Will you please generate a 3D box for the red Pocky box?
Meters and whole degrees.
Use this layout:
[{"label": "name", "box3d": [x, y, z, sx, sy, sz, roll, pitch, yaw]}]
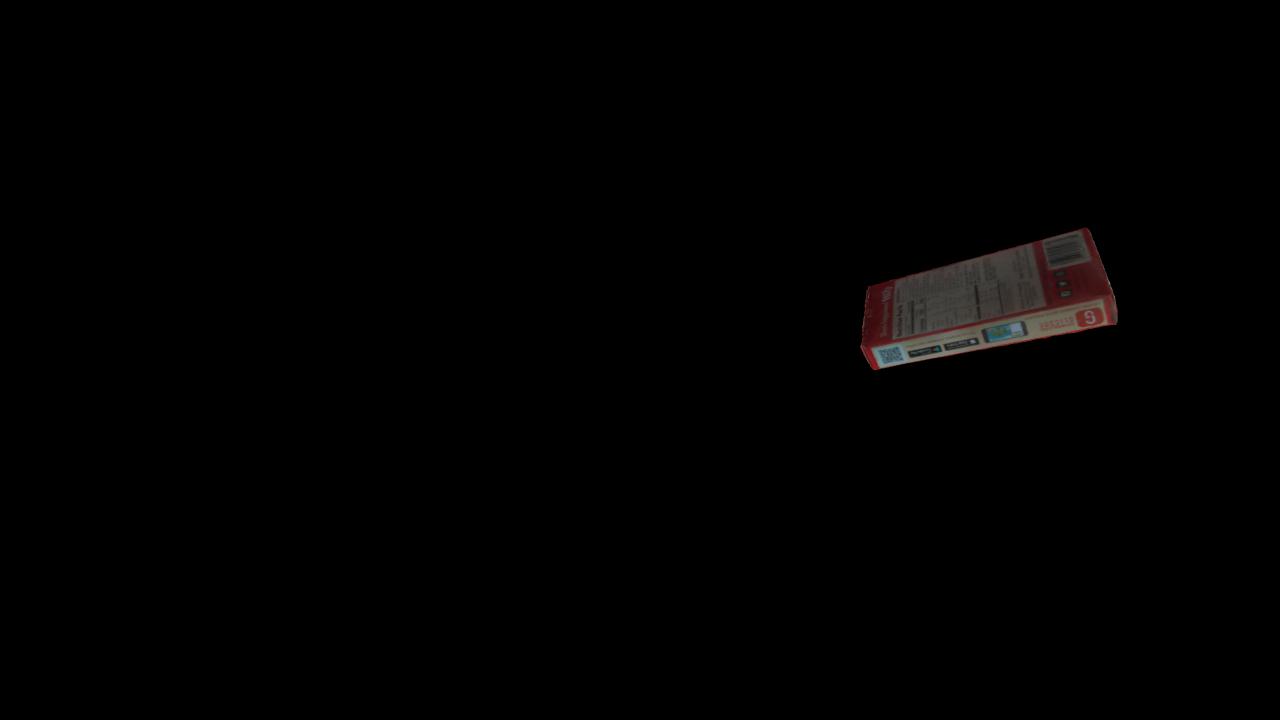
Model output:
[{"label": "red Pocky box", "box3d": [0.245, -0.042, 0.449, 0.155, 0.028, 0.083, -14, 36, 34]}]
